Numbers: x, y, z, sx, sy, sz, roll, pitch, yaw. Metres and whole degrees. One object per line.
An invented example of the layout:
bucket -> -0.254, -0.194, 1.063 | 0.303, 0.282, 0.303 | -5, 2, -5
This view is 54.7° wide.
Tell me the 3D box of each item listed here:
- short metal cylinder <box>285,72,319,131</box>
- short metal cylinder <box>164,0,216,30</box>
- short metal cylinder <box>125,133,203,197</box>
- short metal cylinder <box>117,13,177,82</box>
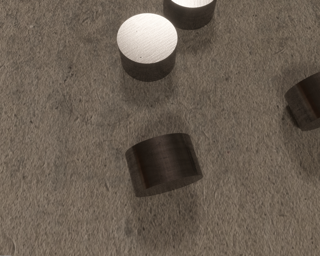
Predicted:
short metal cylinder -> 0.209, -0.035, 0.395 | 0.081, 0.080, 0.050 | -17, 71, -6
short metal cylinder -> 0.045, -0.196, 0.467 | 0.081, 0.050, 0.080 | 0, 70, 0
short metal cylinder -> 0.004, 0.045, 0.363 | 0.081, 0.080, 0.050 | -15, 71, -6
short metal cylinder -> -0.017, -0.112, 0.436 | 0.081, 0.050, 0.080 | 0, 70, 0
